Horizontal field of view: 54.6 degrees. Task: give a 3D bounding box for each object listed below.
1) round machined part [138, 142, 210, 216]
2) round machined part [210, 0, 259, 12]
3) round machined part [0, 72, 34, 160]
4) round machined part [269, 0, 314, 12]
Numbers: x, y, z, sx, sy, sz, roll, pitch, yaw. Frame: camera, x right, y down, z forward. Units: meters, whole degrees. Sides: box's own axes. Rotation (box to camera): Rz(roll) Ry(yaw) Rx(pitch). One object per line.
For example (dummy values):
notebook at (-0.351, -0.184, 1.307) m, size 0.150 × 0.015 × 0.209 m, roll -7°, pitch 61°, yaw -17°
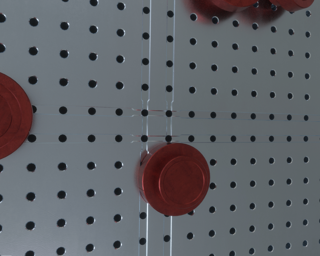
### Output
round machined part at (0.024, 0.069, 0.412) m, size 0.099 × 0.042 × 0.097 m, roll 0°, pitch 90°, yaw -20°
round machined part at (0.099, -0.213, 0.439) m, size 0.099 × 0.042 × 0.097 m, roll 0°, pitch 90°, yaw -20°
round machined part at (-0.189, -0.013, 0.334) m, size 0.099 × 0.042 × 0.097 m, roll 0°, pitch 90°, yaw -20°
round machined part at (0.191, -0.223, 0.464) m, size 0.099 × 0.042 × 0.097 m, roll 0°, pitch 90°, yaw -37°
